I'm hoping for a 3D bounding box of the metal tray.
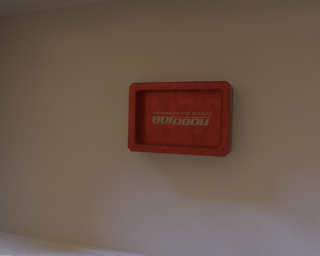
[{"bbox_3d":[0.025,-0.013,0.398,0.130,0.030,0.089,2,91,19],"label":"metal tray"}]
